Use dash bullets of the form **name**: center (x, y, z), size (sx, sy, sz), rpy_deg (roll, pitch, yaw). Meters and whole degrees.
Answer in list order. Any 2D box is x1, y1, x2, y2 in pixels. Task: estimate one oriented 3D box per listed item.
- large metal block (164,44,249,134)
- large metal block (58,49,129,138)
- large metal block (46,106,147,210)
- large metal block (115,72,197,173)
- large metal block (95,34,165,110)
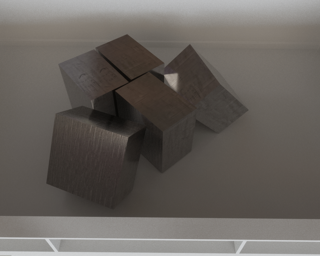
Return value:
- **large metal block**: center (0.058, -0.049, 0.401), size (0.050, 0.080, 0.080), rpy_deg (-41, 51, 18)
- **large metal block**: center (-0.081, -0.041, 0.401), size (0.050, 0.080, 0.080), rpy_deg (-31, 57, -23)
- **large metal block**: center (-0.068, 0.029, 0.334), size (0.080, 0.079, 0.050), rpy_deg (17, 17, 13)
- **large metal block**: center (-0.005, -0.006, 0.372), size (0.050, 0.080, 0.080), rpy_deg (-34, 58, -25)
- **large metal block**: center (-0.039, -0.067, 0.423), size (0.050, 0.080, 0.080), rpy_deg (-32, 57, -24)
